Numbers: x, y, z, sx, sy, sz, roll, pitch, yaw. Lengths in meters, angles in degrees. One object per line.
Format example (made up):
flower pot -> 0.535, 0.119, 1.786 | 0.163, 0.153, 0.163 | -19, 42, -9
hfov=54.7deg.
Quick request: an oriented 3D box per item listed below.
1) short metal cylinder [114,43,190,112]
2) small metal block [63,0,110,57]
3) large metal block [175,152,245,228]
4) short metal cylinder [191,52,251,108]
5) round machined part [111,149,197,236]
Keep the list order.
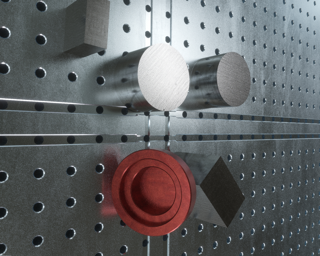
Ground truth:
short metal cylinder -> -0.010, -0.060, 0.384 | 0.081, 0.050, 0.080 | 0, 90, -40
small metal block -> -0.078, -0.106, 0.327 | 0.025, 0.050, 0.050 | 5, 87, -40
large metal block -> 0.055, 0.081, 0.419 | 0.050, 0.080, 0.080 | -48, 119, -29
short metal cylinder -> 0.093, -0.071, 0.470 | 0.081, 0.050, 0.080 | 0, 90, -40
round machined part -> -0.004, 0.073, 0.366 | 0.042, 0.098, 0.097 | 3, 88, -68
